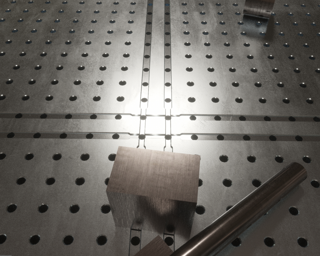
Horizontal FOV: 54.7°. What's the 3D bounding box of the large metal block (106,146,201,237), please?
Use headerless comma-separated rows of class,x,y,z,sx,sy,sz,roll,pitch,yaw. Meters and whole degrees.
large metal block,-0.004,0.066,0.316,0.080,0.080,0.050,6,51,5

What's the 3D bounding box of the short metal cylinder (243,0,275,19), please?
short metal cylinder,0.193,-0.251,0.585,0.050,0.080,0.080,16,52,12

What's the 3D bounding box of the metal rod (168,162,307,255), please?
metal rod,0.045,0.108,0.290,0.302,0.025,0.025,-26,54,-31

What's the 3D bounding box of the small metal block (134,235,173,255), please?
small metal block,-0.004,0.140,0.290,0.050,0.025,0.050,-33,58,-25
